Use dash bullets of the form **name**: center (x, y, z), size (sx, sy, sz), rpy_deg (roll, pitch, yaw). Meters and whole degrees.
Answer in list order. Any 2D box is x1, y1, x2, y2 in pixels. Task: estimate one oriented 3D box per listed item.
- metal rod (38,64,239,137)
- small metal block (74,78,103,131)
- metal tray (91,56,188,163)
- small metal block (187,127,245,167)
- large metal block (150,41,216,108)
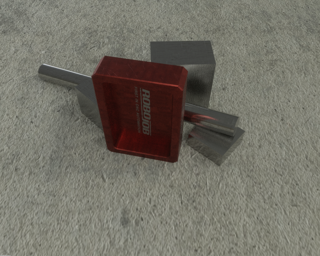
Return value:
- **metal rod**: center (-0.043, -0.044, 0.423), size (0.301, 0.025, 0.025), rpy_deg (17, 52, 20)
- **small metal block**: center (-0.083, -0.030, 0.412), size (0.050, 0.050, 0.025), rpy_deg (37, 59, 26)
- **metal tray**: center (-0.019, -0.015, 0.349), size (0.090, 0.129, 0.030), rpy_deg (9, 51, 8)
- **small metal block**: center (0.071, 0.013, 0.395), size (0.050, 0.025, 0.050), rpy_deg (34, 58, 25)
- **large metal block**: center (0.028, -0.072, 0.428), size (0.081, 0.080, 0.050), rpy_deg (-2, 50, -2)
